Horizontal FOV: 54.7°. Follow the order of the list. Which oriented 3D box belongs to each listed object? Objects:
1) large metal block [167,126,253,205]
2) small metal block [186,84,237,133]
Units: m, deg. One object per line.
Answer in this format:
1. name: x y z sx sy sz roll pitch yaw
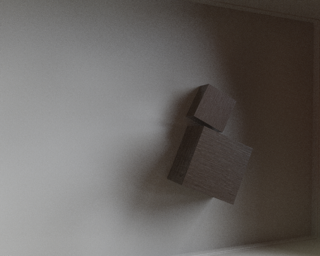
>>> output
1. large metal block: 0.068 0.049 0.424 0.080 0.050 0.080 24 82 -19
2. small metal block: 0.073 -0.027 0.439 0.050 0.025 0.050 29 80 -18
